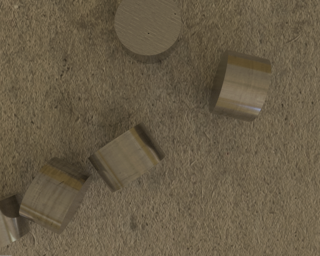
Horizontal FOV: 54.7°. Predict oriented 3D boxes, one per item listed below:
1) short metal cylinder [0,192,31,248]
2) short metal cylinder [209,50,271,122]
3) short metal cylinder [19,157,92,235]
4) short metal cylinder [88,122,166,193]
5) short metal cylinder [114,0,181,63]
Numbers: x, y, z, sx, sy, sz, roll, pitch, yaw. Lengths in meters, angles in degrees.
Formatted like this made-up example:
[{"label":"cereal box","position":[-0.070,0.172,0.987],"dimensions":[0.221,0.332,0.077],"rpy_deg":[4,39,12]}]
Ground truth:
[{"label":"short metal cylinder","position":[-0.209,0.117,0.381],"dimensions":[0.080,0.080,0.050],"rpy_deg":[-17,90,0]},{"label":"short metal cylinder","position":[0.096,-0.052,0.383],"dimensions":[0.050,0.080,0.080],"rpy_deg":[13,90,0]},{"label":"short metal cylinder","position":[-0.125,0.082,0.381],"dimensions":[0.050,0.080,0.080],"rpy_deg":[27,90,0]},{"label":"short metal cylinder","position":[-0.040,0.035,0.382],"dimensions":[0.080,0.080,0.050],"rpy_deg":[-34,90,0]},{"label":"short metal cylinder","position":[-0.014,-0.127,0.397],"dimensions":[0.081,0.050,0.080],"rpy_deg":[0,90,0]}]
